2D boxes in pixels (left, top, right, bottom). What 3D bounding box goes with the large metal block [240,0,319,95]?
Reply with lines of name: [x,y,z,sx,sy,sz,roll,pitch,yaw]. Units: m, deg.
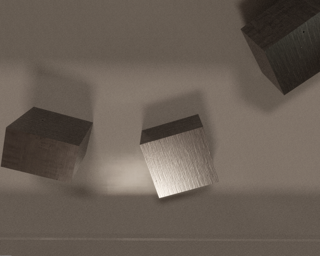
large metal block: [0.150,-0.097,0.347,0.080,0.050,0.080,-36,136,12]

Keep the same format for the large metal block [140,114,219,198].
large metal block: [0.025,0.036,0.412,0.080,0.050,0.080,-16,110,5]

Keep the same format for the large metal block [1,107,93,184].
large metal block: [-0.136,0.018,0.387,0.080,0.080,0.050,15,109,-6]
